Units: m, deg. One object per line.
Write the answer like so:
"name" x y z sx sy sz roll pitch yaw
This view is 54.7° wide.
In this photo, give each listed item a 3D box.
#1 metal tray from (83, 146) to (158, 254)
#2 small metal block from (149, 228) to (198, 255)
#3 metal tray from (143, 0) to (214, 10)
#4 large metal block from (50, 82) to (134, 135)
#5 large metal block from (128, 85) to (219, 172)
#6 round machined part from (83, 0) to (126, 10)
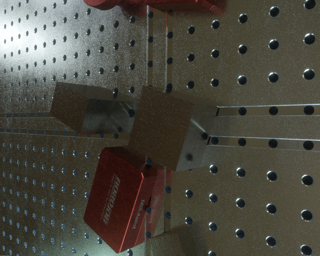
"metal tray" -0.062 0.103 0.457 0.090 0.030 0.129 28 107 36
"small metal block" 0.018 0.159 0.394 0.050 0.025 0.050 -26 74 37
"metal tray" 0.031 -0.215 0.380 0.090 0.030 0.129 16 100 39
"large metal block" -0.101 -0.029 0.457 0.080 0.081 0.050 27 107 37
"large metal block" 0.014 -0.002 0.381 0.080 0.050 0.079 25 105 37
"round machined part" -0.074 -0.224 0.460 0.098 0.042 0.097 0 90 40
